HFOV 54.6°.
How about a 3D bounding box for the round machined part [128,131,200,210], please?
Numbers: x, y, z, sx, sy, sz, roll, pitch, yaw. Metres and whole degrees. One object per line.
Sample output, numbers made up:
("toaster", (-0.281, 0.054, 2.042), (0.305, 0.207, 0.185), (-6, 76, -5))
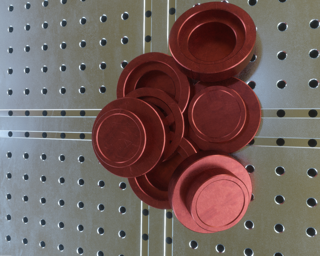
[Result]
("round machined part", (0.010, 0.051, 0.400), (0.098, 0.042, 0.097), (0, 90, 20))

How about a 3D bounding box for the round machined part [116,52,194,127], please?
("round machined part", (-0.004, -0.046, 0.405), (0.098, 0.042, 0.097), (0, 90, 20))

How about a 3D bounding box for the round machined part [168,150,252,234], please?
("round machined part", (0.062, 0.078, 0.356), (0.099, 0.042, 0.097), (-3, 103, -12))

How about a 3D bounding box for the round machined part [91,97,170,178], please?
("round machined part", (-0.041, 0.012, 0.373), (0.098, 0.042, 0.097), (0, 90, 20))

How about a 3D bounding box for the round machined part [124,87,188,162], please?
("round machined part", (-0.010, -0.002, 0.407), (0.098, 0.042, 0.097), (0, 90, 20))

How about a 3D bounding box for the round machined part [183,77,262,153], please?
("round machined part", (0.072, -0.016, 0.378), (0.098, 0.042, 0.097), (0, 90, 20))

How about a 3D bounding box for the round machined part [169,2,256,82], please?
("round machined part", (0.062, -0.097, 0.370), (0.098, 0.042, 0.098), (-4, 68, 11))
